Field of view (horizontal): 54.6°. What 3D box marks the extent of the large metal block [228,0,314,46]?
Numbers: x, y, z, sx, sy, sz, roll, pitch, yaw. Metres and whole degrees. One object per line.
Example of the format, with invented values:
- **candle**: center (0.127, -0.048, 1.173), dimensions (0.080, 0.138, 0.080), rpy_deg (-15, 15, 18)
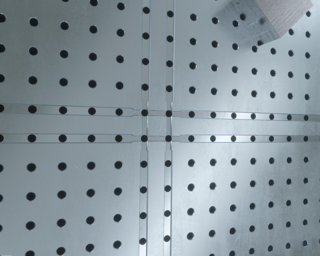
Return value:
- **large metal block**: center (0.164, -0.183, 0.459), dimensions (0.080, 0.050, 0.080), rpy_deg (-44, 104, -15)
